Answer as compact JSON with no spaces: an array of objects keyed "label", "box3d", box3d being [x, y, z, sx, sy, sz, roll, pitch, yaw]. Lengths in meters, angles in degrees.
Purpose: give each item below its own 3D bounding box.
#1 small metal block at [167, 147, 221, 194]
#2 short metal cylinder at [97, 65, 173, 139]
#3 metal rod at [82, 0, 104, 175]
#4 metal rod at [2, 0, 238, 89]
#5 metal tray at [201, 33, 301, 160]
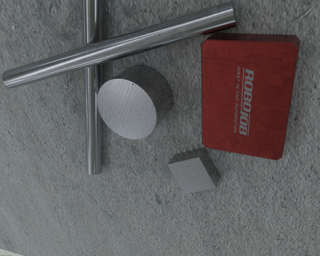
[{"label":"small metal block","box3d":[0.047,0.058,0.418,0.050,0.025,0.050,-18,109,35]},{"label":"short metal cylinder","box3d":[-0.030,-0.033,0.386,0.080,0.050,0.079,13,124,21]},{"label":"metal rod","box3d":[-0.090,-0.053,0.421,0.025,0.025,0.298,20,126,16]},{"label":"metal rod","box3d":[-0.064,-0.088,0.358,0.301,0.025,0.025,-9,114,23]},{"label":"metal tray","box3d":[0.093,-0.033,0.334,0.090,0.030,0.129,9,123,23]}]
